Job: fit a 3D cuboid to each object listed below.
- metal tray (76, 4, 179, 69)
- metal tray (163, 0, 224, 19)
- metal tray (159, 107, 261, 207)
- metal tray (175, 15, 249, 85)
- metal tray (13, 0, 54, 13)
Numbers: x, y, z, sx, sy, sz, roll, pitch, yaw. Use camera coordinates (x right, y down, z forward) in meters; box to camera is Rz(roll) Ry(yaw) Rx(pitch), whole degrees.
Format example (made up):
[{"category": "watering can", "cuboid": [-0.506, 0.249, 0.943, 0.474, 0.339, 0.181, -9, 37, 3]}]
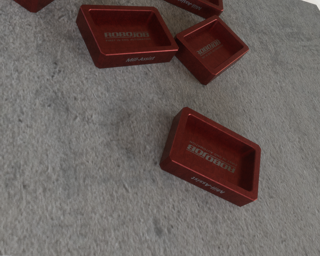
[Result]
[{"category": "metal tray", "cuboid": [-0.046, -0.138, 0.461, 0.131, 0.030, 0.090, -14, 69, -34]}, {"category": "metal tray", "cuboid": [0.057, -0.266, 0.595, 0.131, 0.030, 0.090, 16, 55, -20]}, {"category": "metal tray", "cuboid": [0.072, 0.038, 0.417, 0.131, 0.030, 0.090, 27, 52, -12]}, {"category": "metal tray", "cuboid": [0.087, -0.138, 0.533, 0.090, 0.030, 0.131, 48, 51, 5]}, {"category": "metal tray", "cuboid": [-0.202, -0.227, 0.431, 0.130, 0.030, 0.090, 34, 51, -6]}]
